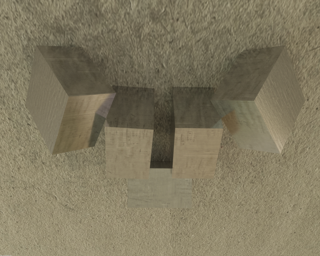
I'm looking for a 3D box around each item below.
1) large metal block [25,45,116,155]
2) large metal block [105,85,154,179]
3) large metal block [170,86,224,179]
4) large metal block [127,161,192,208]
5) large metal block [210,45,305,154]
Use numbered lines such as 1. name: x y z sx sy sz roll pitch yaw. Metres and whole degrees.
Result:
1. large metal block: -0.100 -0.031 0.333 0.050 0.080 0.079 -11 142 -41
2. large metal block: -0.035 0.005 0.376 0.050 0.080 0.079 4 130 -4
3. large metal block: 0.040 0.005 0.378 0.050 0.080 0.079 1 130 -1
4. large metal block: -0.001 0.075 0.428 0.081 0.080 0.050 1 91 -1
5. large metal block: 0.111 -0.031 0.340 0.050 0.080 0.080 6 143 46
